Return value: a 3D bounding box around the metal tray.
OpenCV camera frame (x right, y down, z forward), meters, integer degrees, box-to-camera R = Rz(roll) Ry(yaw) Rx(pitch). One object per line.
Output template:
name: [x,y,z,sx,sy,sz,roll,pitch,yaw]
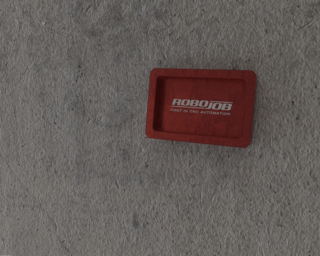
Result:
metal tray: [0.050,-0.027,0.388,0.130,0.030,0.090,5,92,20]
